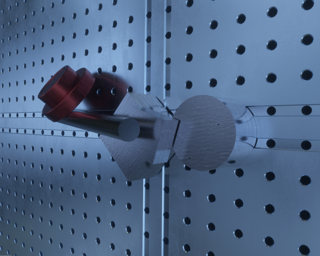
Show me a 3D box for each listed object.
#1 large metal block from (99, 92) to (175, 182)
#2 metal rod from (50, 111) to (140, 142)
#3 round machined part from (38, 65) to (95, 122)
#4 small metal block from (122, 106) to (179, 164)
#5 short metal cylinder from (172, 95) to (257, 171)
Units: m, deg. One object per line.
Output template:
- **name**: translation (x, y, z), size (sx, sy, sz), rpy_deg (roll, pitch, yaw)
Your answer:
- **large metal block**: translation (-0.024, 0.011, 0.408), size (0.080, 0.050, 0.080), rpy_deg (51, 120, 27)
- **metal rod**: translation (-0.114, -0.012, 0.444), size (0.300, 0.025, 0.025), rpy_deg (10, 96, 56)
- **round machined part**: translation (-0.152, -0.060, 0.485), size (0.098, 0.042, 0.098), rpy_deg (-33, 31, 23)
- **small metal block**: translation (-0.012, 0.007, 0.349), size (0.050, 0.025, 0.050), rpy_deg (24, 105, 37)
- **short metal cylinder**: translation (0.058, 0.005, 0.343), size (0.080, 0.050, 0.079), rpy_deg (0, 90, 39)
